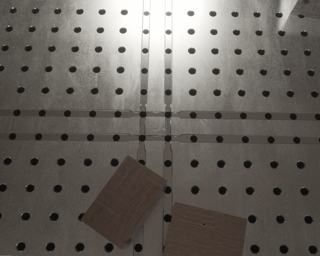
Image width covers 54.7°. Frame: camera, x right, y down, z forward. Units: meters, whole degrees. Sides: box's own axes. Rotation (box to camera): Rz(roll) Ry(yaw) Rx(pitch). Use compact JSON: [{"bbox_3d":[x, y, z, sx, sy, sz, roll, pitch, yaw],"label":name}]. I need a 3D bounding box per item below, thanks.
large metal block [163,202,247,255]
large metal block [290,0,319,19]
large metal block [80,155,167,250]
[{"bbox_3d":[0.047,0.135,0.350,0.080,0.050,0.080,13,70,4],"label":"large metal block"},{"bbox_3d":[0.255,-0.219,0.482,0.080,0.050,0.080,11,70,3],"label":"large metal block"},{"bbox_3d":[-0.036,0.086,0.351,0.050,0.080,0.080,32,73,10],"label":"large metal block"}]
